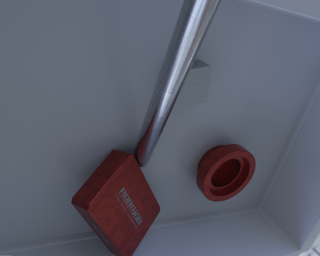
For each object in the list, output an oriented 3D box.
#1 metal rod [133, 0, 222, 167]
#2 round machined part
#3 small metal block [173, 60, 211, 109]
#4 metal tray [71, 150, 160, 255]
[{"bbox_3d":[0.007,-0.037,0.303,0.025,0.025,0.298,-12,152,-22],"label":"metal rod"},{"bbox_3d":[0.100,0.067,0.496,0.099,0.042,0.097,-14,125,-21],"label":"round machined part"},{"bbox_3d":[0.034,-0.056,0.395,0.050,0.025,0.050,-13,124,-22],"label":"small metal block"},{"bbox_3d":[-0.051,0.104,0.415,0.090,0.030,0.129,-53,137,-34],"label":"metal tray"}]
